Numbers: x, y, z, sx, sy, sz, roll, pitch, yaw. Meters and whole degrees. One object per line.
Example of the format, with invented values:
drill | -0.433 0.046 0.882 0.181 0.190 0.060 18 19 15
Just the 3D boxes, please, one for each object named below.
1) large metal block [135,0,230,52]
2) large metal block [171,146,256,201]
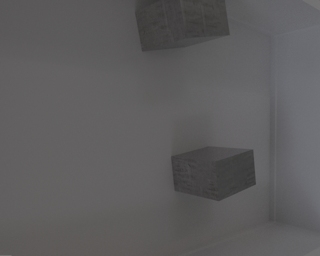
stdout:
large metal block | 0.028 -0.133 0.394 0.081 0.080 0.050 -17 101 -39
large metal block | 0.075 0.059 0.433 0.081 0.080 0.050 -10 97 -40
